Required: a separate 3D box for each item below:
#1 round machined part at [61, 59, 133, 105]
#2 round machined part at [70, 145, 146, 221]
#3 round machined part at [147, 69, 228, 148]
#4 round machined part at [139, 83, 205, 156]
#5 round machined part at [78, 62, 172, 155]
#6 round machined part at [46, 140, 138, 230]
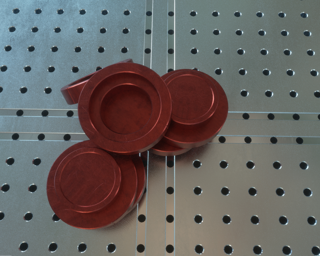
[{"bbox_3d":[-0.073,-0.051,0.401,0.098,0.098,0.042,-26,107,-9],"label":"round machined part"},{"bbox_3d":[-0.066,0.057,0.359,0.099,0.042,0.098,0,70,0],"label":"round machined part"},{"bbox_3d":[0.032,-0.029,0.368,0.099,0.042,0.098,0,69,0],"label":"round machined part"},{"bbox_3d":[0.010,-0.017,0.387,0.099,0.042,0.098,0,70,0],"label":"round machined part"},{"bbox_3d":[-0.036,-0.019,0.341,0.098,0.042,0.098,-1,78,3],"label":"round machined part"},{"bbox_3d":[-0.074,0.059,0.336,0.099,0.042,0.098,0,70,0],"label":"round machined part"}]
